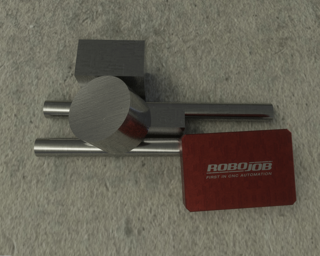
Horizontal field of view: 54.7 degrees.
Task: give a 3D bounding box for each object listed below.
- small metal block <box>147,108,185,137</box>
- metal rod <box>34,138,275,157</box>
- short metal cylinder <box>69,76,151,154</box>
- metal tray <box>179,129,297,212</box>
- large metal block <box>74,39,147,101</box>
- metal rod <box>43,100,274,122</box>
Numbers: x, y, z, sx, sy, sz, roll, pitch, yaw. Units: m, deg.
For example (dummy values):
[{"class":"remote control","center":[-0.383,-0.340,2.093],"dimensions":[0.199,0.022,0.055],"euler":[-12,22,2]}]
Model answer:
[{"class":"small metal block","center":[0.005,-0.004,0.397],"dimensions":[0.050,0.050,0.025],"euler":[1,70,0]},{"class":"metal rod","center":[-0.006,0.025,0.401],"dimensions":[0.302,0.025,0.025],"euler":[0,70,-1]},{"class":"short metal cylinder","center":[-0.058,-0.014,0.363],"dimensions":[0.080,0.050,0.080],"euler":[-9,66,22]},{"class":"metal tray","center":[0.092,0.049,0.375],"dimensions":[0.131,0.030,0.089],"euler":[-3,88,-3]},{"class":"large metal block","center":[-0.059,-0.071,0.406],"dimensions":[0.081,0.080,0.050],"euler":[1,70,0]},{"class":"metal rod","center":[-0.002,-0.023,0.418],"dimensions":[0.302,0.025,0.025],"euler":[1,70,0]}]
